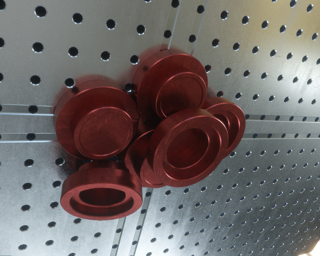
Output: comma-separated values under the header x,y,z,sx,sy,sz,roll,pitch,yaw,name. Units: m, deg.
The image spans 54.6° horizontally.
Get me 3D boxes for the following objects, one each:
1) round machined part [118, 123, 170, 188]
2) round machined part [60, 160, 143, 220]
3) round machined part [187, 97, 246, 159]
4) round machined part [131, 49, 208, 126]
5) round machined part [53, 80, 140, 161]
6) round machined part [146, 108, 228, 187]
x,y,z,sx,sy,sz,roll,pitch,yaw,name
-0.004,0.043,0.423,0.099,0.042,0.097,-14,124,-21,round machined part
-0.072,0.076,0.390,0.099,0.042,0.098,-4,140,-3,round machined part
0.067,0.000,0.436,0.099,0.042,0.097,-14,124,-21,round machined part
0.018,-0.043,0.382,0.099,0.042,0.097,-14,124,-21,round machined part
-0.069,-0.002,0.360,0.099,0.042,0.097,-14,124,-21,round machined part
0.029,0.020,0.372,0.099,0.042,0.097,-14,124,-21,round machined part
